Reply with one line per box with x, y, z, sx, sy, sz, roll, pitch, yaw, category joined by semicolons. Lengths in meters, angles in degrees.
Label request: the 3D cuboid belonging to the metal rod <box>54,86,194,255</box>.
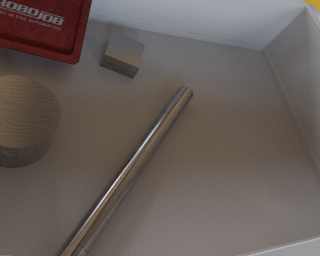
-0.029;0.043;0.364;0.025;0.025;0.301;38;51;-3;metal rod

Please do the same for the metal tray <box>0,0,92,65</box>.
-0.155;-0.135;0.367;0.131;0.030;0.089;11;100;-23;metal tray

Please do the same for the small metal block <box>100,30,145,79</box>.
-0.053;-0.105;0.442;0.050;0.025;0.050;20;54;-17;small metal block

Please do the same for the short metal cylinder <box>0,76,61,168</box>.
-0.147;-0.006;0.315;0.081;0.050;0.080;14;56;-21;short metal cylinder
